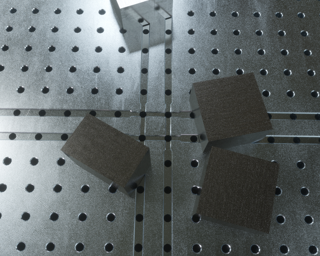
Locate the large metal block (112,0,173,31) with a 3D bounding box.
[{"bbox_3d":[-0.033,-0.207,0.474,0.080,0.050,0.080,-20,71,-8],"label":"large metal block"}]

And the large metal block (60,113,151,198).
[{"bbox_3d":[-0.059,0.036,0.369,0.080,0.080,0.050,29,73,10],"label":"large metal block"}]

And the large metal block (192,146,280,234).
[{"bbox_3d":[0.089,0.076,0.372,0.080,0.050,0.080,15,71,5],"label":"large metal block"}]

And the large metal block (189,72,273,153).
[{"bbox_3d":[0.089,-0.020,0.407,0.081,0.050,0.080,-11,71,-4],"label":"large metal block"}]
